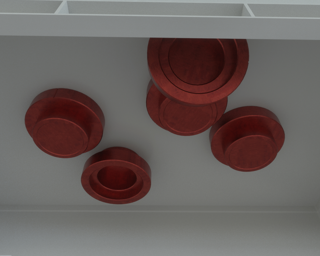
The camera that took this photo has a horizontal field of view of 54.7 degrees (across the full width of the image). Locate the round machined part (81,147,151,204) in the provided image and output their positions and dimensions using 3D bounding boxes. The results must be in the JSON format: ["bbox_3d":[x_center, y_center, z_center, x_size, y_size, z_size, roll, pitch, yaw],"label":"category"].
[{"bbox_3d":[-0.062,0.065,0.453,0.099,0.042,0.097,0,130,0],"label":"round machined part"}]

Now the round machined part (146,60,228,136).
[{"bbox_3d":[0.032,-0.028,0.374,0.099,0.042,0.097,0,130,0],"label":"round machined part"}]

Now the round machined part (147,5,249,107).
[{"bbox_3d":[0.036,-0.070,0.317,0.099,0.042,0.097,0,88,-3],"label":"round machined part"}]

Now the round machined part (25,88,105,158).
[{"bbox_3d":[-0.123,0.001,0.397,0.099,0.042,0.097,0,130,0],"label":"round machined part"}]

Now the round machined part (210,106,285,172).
[{"bbox_3d":[0.118,0.022,0.417,0.099,0.042,0.097,0,130,0],"label":"round machined part"}]
